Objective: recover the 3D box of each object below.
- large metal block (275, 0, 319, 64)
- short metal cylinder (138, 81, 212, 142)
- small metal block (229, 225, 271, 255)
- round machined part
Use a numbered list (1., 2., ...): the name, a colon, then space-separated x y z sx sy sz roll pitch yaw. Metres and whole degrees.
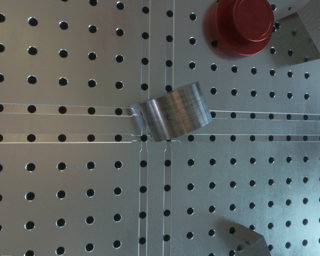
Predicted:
1. large metal block: 0.241 -0.160 0.487 0.080 0.050 0.080 -40 103 -16
2. short metal cylinder: 0.019 -0.021 0.390 0.081 0.080 0.050 -24 98 -18
3. small metal block: 0.133 0.176 0.448 0.025 0.050 0.050 -25 99 -18
4. round machined part: 0.124 -0.154 0.449 0.099 0.042 0.097 0 90 -20
